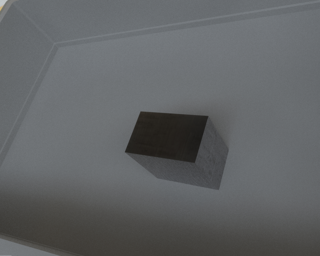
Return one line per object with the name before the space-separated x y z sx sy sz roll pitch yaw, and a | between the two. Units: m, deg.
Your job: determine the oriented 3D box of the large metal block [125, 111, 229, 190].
large metal block | 0.022 0.026 0.344 0.080 0.080 0.050 5 65 31
